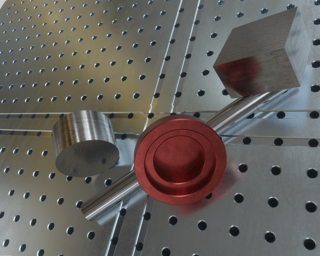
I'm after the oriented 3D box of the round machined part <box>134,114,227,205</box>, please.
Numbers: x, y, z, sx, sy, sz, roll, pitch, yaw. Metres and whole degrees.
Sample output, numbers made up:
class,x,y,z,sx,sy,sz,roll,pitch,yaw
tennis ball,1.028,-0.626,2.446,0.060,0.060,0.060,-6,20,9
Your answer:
class,x,y,z,sx,sy,sz,roll,pitch,yaw
round machined part,0.020,0.032,0.344,0.098,0.098,0.042,-35,16,5

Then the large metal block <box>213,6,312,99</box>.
class,x,y,z,sx,sy,sz,roll,pitch,yaw
large metal block,0.119,-0.085,0.357,0.080,0.050,0.080,-7,41,42

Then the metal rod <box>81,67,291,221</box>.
class,x,y,z,sx,sy,sz,roll,pitch,yaw
metal rod,0.032,0.022,0.378,0.300,0.025,0.025,-34,51,5

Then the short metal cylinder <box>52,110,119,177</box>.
class,x,y,z,sx,sy,sz,roll,pitch,yaw
short metal cylinder,-0.099,0.022,0.411,0.080,0.080,0.050,-29,52,10
